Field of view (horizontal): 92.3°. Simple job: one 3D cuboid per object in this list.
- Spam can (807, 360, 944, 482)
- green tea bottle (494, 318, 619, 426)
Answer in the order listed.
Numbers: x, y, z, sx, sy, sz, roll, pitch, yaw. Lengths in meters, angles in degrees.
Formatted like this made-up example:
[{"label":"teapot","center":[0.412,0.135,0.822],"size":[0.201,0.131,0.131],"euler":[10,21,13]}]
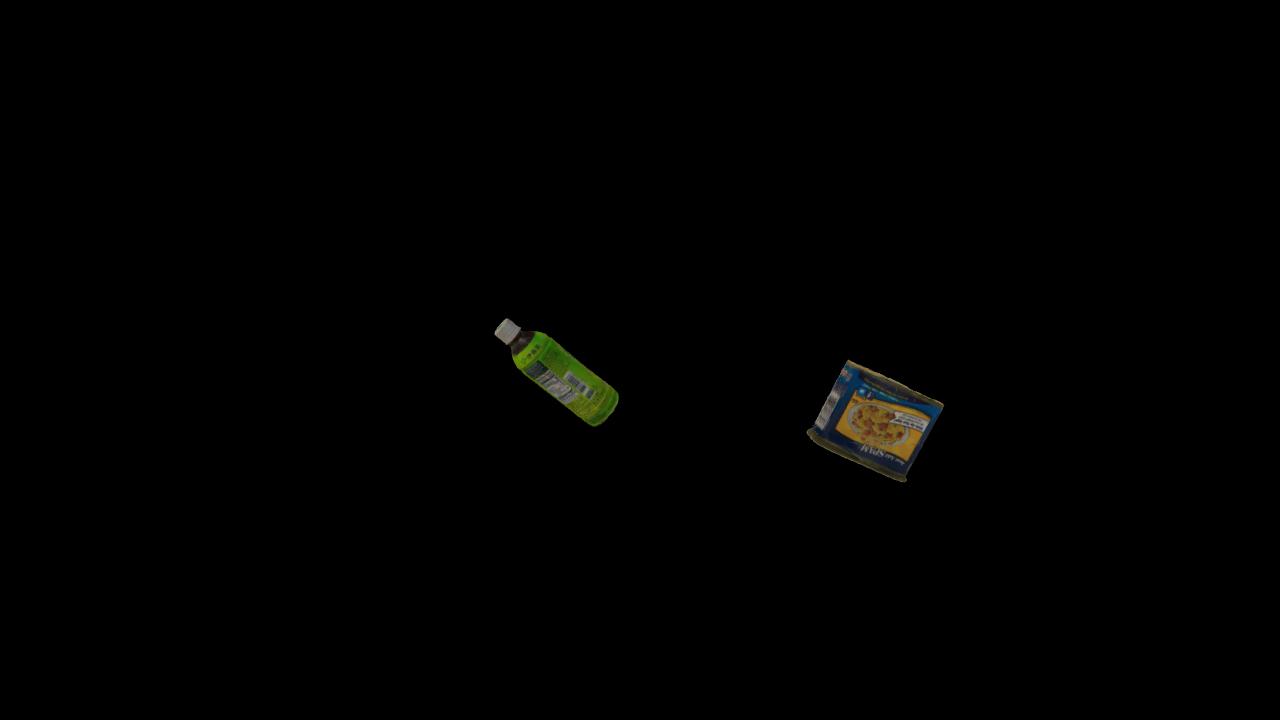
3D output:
[{"label":"Spam can","center":[0.230,0.058,0.603],"size":[0.101,0.085,0.058],"euler":[24,10,-5]},{"label":"green tea bottle","center":[-0.127,0.015,0.928],"size":[0.212,0.073,0.073],"euler":[42,-19,-23]}]
